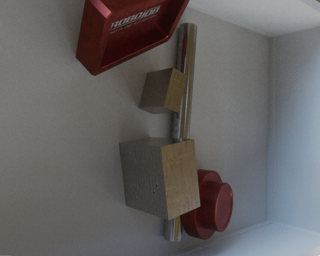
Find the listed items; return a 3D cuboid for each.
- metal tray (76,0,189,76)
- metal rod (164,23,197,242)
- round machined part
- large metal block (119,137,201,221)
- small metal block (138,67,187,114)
[{"bbox_3d":[-0.026,-0.118,0.342,0.131,0.090,0.030,-35,78,-35],"label":"metal tray"},{"bbox_3d":[0.029,0.003,0.433,0.025,0.025,0.298,7,85,-40],"label":"metal rod"},{"bbox_3d":[0.073,0.110,0.443,0.099,0.042,0.097,-6,97,-56],"label":"round machined part"},{"bbox_3d":[-0.002,0.055,0.371,0.050,0.080,0.079,-10,97,-40],"label":"large metal block"},{"bbox_3d":[0.003,-0.046,0.395,0.025,0.050,0.050,22,76,-38],"label":"small metal block"}]
